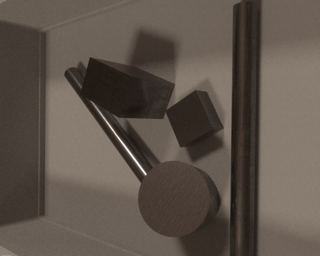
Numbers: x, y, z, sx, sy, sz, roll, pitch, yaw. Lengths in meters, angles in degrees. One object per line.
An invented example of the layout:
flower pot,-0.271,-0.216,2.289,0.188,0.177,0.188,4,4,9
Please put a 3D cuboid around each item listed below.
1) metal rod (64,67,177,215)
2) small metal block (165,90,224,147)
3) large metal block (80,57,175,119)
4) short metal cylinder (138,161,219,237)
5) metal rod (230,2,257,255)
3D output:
metal rod,-0.066,0.008,0.458,0.300,0.025,0.025,50,119,28
small metal block,0.041,-0.010,0.372,0.050,0.025,0.050,-33,70,34
large metal block,-0.042,-0.051,0.403,0.080,0.081,0.050,30,109,36
short metal cylinder,0.022,0.080,0.353,0.080,0.050,0.080,-5,75,20
metal rod,0.089,0.019,0.332,0.025,0.025,0.298,1,91,39
